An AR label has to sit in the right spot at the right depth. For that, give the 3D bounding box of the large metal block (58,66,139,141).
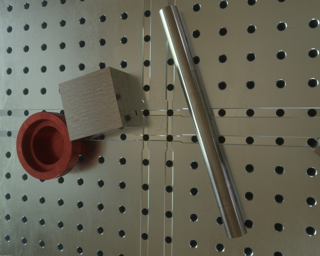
[{"bbox_3d":[-0.084,-0.031,0.429,0.080,0.050,0.080,-15,85,19],"label":"large metal block"}]

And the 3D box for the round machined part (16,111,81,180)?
[{"bbox_3d":[-0.159,0.025,0.460,0.098,0.042,0.097,0,90,20],"label":"round machined part"}]

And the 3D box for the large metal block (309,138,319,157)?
[{"bbox_3d":[0.220,0.023,0.322,0.080,0.050,0.080,46,104,14],"label":"large metal block"}]

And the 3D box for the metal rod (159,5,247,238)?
[{"bbox_3d":[0.053,-0.012,0.393,0.025,0.025,0.299,-18,84,19],"label":"metal rod"}]
